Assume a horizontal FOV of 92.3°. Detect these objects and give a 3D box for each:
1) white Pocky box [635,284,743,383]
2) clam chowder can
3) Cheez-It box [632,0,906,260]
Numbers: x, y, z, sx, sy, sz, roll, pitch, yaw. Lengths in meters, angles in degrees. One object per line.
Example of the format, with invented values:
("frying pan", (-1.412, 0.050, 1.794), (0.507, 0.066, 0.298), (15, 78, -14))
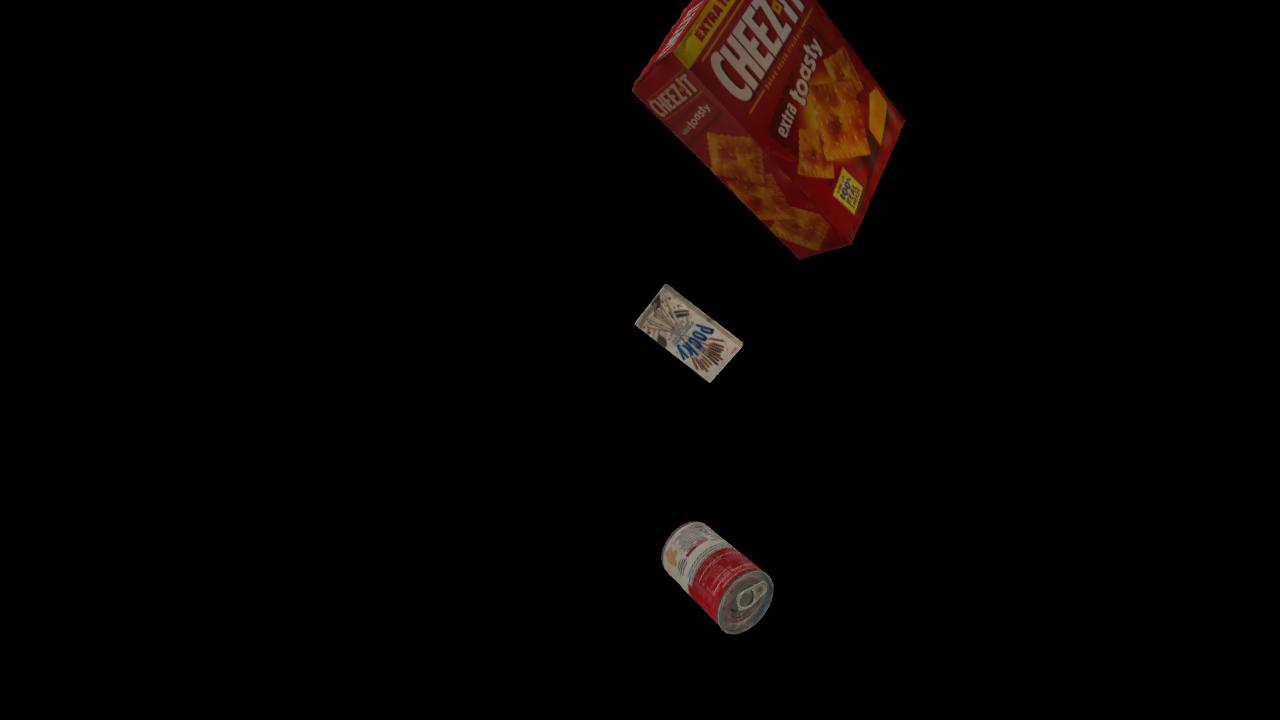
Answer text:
("white Pocky box", (0.075, -0.041, 0.962), (0.154, 0.084, 0.028), (38, 28, -2))
("clam chowder can", (0.075, 0.216, 0.622), (0.068, 0.068, 0.102), (0, 16, -32))
("Cheez-It box", (0.123, -0.223, 0.537), (0.223, 0.166, 0.071), (39, -24, -23))
